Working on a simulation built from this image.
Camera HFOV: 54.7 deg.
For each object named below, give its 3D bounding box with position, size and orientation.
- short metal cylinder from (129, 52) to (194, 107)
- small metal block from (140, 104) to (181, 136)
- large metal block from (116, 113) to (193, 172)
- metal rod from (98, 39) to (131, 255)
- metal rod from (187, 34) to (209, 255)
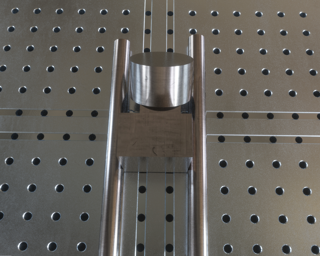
[{"bbox_3d":[0.001,-0.065,0.399,0.081,0.050,0.080,1,26,0],"label":"short metal cylinder"},{"bbox_3d":[0.000,-0.009,0.402,0.050,0.050,0.025,1,70,0],"label":"small metal block"},{"bbox_3d":[-0.005,0.020,0.372,0.081,0.080,0.050,1,70,0],"label":"large metal block"},{"bbox_3d":[-0.057,0.016,0.405,0.025,0.025,0.299,1,70,0],"label":"metal rod"},{"bbox_3d":[0.049,0.009,0.409,0.025,0.025,0.299,2,70,0],"label":"metal rod"}]
